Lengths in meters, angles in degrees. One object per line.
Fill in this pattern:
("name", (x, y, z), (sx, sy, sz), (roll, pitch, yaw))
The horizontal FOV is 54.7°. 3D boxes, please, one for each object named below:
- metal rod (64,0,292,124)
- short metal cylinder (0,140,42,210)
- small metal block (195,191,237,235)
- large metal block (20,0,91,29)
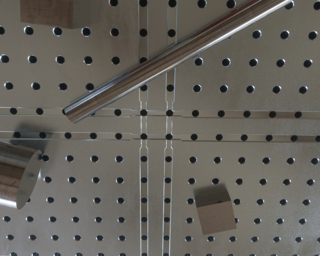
("metal rod", (0.014, -0.086, 0.381), (0.301, 0.025, 0.025), (-28, 108, 9))
("short metal cylinder", (-0.195, 0.061, 0.405), (0.050, 0.080, 0.079), (16, 109, -6))
("small metal block", (0.083, 0.127, 0.461), (0.050, 0.025, 0.050), (-13, 110, 4))
("large metal block", (-0.106, -0.151, 0.327), (0.050, 0.080, 0.079), (7, 110, -3))
